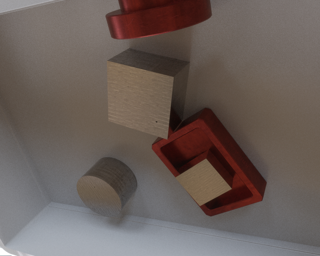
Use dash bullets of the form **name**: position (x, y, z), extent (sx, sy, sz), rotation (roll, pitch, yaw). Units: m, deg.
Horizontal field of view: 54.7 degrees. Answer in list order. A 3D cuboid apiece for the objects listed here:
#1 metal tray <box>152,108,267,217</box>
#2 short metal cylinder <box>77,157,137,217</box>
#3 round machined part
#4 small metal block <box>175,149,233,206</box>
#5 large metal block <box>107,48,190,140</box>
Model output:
- **metal tray**: position (0.063, 0.048, 0.401), extent (0.090, 0.030, 0.130), rotation (-32, 101, 38)
- **short metal cylinder**: position (-0.084, 0.093, 0.492), extent (0.080, 0.050, 0.079), rotation (13, 124, 20)
- **round machined part**: position (-0.004, -0.117, 0.290), extent (0.098, 0.098, 0.042), rotation (1, 119, 27)
- **small metal block**: position (0.057, 0.064, 0.394), extent (0.050, 0.025, 0.050), rotation (-37, 98, 26)
- **large metal block**: position (-0.015, -0.043, 0.373), extent (0.080, 0.050, 0.079), rotation (17, 125, 18)
